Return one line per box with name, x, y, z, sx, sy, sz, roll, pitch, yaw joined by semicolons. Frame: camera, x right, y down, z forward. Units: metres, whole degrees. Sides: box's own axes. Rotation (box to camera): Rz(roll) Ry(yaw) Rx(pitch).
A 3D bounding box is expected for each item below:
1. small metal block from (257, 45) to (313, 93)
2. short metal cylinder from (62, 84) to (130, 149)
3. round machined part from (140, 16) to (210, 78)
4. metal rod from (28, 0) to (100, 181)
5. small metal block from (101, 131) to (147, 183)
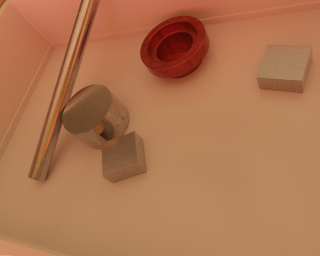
small metal block;0.150;-0.072;0.371;0.050;0.025;0.050;11;67;32
short metal cylinder;-0.091;-0.016;0.445;0.080;0.050;0.080;-13;56;20
round machined part;0.024;-0.111;0.449;0.098;0.042;0.098;-13;56;20
metal rod;-0.137;-0.069;0.451;0.025;0.025;0.298;19;92;35
small metal block;-0.048;0.038;0.406;0.050;0.025;0.050;-20;54;15
